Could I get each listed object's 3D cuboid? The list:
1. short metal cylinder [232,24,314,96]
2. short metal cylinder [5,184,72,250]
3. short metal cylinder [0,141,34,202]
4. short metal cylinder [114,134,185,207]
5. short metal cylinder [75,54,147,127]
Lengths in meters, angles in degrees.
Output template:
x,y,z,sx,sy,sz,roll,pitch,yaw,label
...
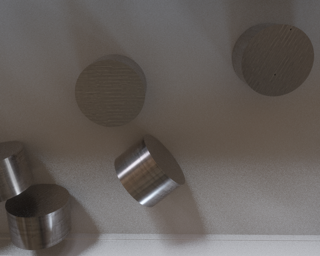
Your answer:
x,y,z,sx,sy,sz,roll,pitch,yaw,label
0.131,-0.083,0.369,0.081,0.050,0.079,0,110,0,short metal cylinder
-0.164,0.119,0.424,0.081,0.080,0.050,1,110,-1,short metal cylinder
-0.212,0.056,0.401,0.080,0.080,0.050,-9,110,3,short metal cylinder
-0.013,0.055,0.402,0.050,0.080,0.080,-39,106,13,short metal cylinder
-0.058,-0.047,0.380,0.081,0.050,0.079,0,110,0,short metal cylinder
